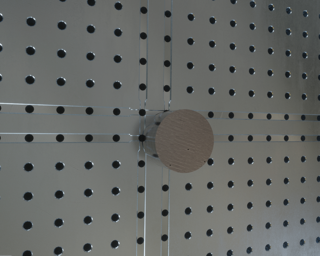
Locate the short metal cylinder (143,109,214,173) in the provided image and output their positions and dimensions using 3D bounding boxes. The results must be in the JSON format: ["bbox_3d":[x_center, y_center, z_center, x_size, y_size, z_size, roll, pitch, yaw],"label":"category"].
[{"bbox_3d":[0.023,0.016,0.409,0.081,0.050,0.079,0,90,-20],"label":"short metal cylinder"}]
